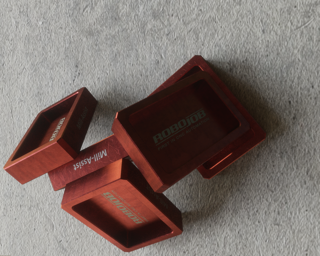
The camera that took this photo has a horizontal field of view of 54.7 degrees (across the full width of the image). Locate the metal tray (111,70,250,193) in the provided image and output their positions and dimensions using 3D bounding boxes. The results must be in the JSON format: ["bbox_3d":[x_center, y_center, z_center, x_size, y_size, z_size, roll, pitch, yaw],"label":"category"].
[{"bbox_3d":[0.025,-0.001,0.341,0.131,0.030,0.090,-30,77,-28],"label":"metal tray"}]

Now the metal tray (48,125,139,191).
[{"bbox_3d":[-0.065,0.037,0.397,0.130,0.090,0.030,-26,82,18],"label":"metal tray"}]

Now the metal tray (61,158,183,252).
[{"bbox_3d":[-0.041,0.100,0.377,0.090,0.130,0.030,-26,37,18],"label":"metal tray"}]

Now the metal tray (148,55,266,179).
[{"bbox_3d":[0.056,-0.014,0.387,0.090,0.030,0.130,-40,78,15],"label":"metal tray"}]

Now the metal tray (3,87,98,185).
[{"bbox_3d":[-0.137,0.005,0.407,0.090,0.130,0.030,-25,120,18],"label":"metal tray"}]
